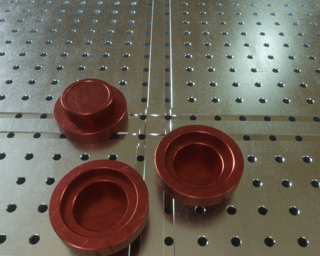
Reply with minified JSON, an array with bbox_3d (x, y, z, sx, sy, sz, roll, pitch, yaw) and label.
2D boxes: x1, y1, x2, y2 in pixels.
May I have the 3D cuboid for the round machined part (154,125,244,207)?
[{"bbox_3d":[0.043,0.046,0.358,0.099,0.042,0.098,0,50,0],"label":"round machined part"}]

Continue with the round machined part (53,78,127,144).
[{"bbox_3d":[-0.095,-0.030,0.420,0.099,0.042,0.098,0,50,0],"label":"round machined part"}]

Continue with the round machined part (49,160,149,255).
[{"bbox_3d":[-0.061,0.085,0.324,0.099,0.042,0.098,0,50,0],"label":"round machined part"}]
